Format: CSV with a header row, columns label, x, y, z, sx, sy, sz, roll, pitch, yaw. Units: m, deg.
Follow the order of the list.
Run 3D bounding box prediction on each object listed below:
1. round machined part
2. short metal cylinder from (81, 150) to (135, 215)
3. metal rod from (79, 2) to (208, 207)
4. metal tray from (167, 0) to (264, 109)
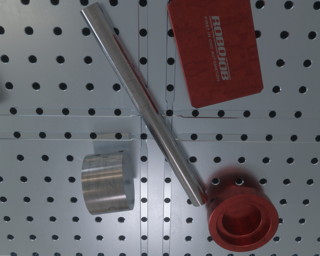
label,x,y,z,sx,sy,sz,roll,pitch,yaw
round machined part,0.117,0.128,0.453,0.099,0.042,0.097,0,110,0
short metal cylinder,-0.066,0.071,0.410,0.050,0.080,0.079,-8,110,3
metal rod,-0.012,-0.017,0.406,0.025,0.025,0.299,-27,108,9
metal tray,0.068,-0.097,0.375,0.090,0.030,0.129,-14,110,5
